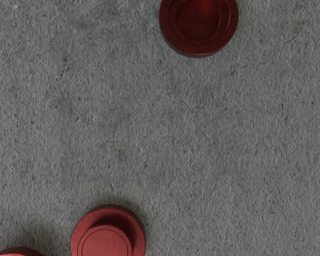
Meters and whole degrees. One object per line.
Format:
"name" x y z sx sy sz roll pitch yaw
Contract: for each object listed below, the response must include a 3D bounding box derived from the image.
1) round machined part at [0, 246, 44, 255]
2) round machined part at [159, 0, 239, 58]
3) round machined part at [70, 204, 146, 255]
"round machined part" -0.182 0.201 0.400 0.099 0.042 0.097 0 90 0
"round machined part" 0.048 -0.139 0.402 0.099 0.042 0.097 0 90 0
"round machined part" -0.068 0.152 0.401 0.099 0.042 0.097 0 90 0
